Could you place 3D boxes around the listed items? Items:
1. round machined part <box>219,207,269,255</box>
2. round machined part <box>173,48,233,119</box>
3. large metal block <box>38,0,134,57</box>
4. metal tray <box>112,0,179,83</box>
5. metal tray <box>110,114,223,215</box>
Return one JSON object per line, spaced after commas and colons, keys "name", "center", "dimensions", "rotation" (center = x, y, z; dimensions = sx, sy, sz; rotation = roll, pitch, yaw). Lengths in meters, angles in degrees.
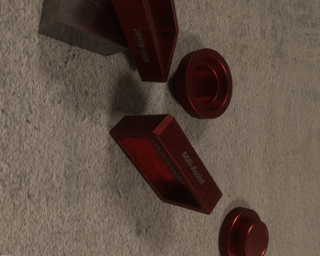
{"name": "round machined part", "center": [0.146, 0.186, 0.520], "dimensions": [0.099, 0.042, 0.097], "rotation": [0, 90, -40]}
{"name": "round machined part", "center": [0.057, -0.061, 0.444], "dimensions": [0.099, 0.042, 0.097], "rotation": [0, 90, -40]}
{"name": "large metal block", "center": [-0.074, -0.130, 0.328], "dimensions": [0.081, 0.050, 0.080], "rotation": [12, 83, -40]}
{"name": "metal tray", "center": [-0.009, -0.123, 0.340], "dimensions": [0.130, 0.030, 0.090], "rotation": [70, 29, -59]}
{"name": "metal tray", "center": [0.007, 0.043, 0.370], "dimensions": [0.030, 0.090, 0.130], "rotation": [-49, 119, -29]}
